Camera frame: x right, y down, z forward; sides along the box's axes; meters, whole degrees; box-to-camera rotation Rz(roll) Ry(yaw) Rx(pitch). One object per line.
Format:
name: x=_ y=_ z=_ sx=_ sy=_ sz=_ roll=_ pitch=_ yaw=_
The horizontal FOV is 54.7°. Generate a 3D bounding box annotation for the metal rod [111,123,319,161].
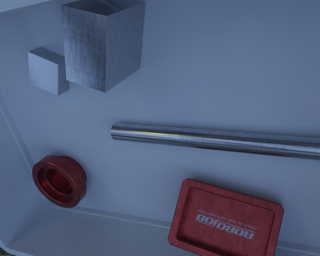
metal rod: x=0.072 y=0.015 z=0.378 sx=0.301 sy=0.025 sz=0.025 roll=4 pitch=120 yaw=25

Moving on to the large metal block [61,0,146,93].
large metal block: x=-0.060 y=-0.097 z=0.343 sx=0.050 sy=0.080 sz=0.079 roll=19 pitch=126 yaw=16

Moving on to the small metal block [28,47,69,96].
small metal block: x=-0.157 y=-0.080 z=0.439 sx=0.050 sy=0.025 sz=0.050 roll=24 pitch=127 yaw=13

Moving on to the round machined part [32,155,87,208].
round machined part: x=-0.168 y=0.087 z=0.538 sx=0.098 sy=0.042 sz=0.097 roll=13 pitch=124 yaw=20

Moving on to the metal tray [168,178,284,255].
metal tray: x=0.085 y=0.126 z=0.405 sx=0.130 sy=0.030 sz=0.090 roll=13 pitch=84 yaw=20
